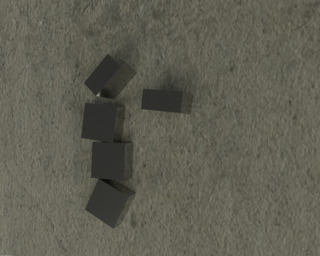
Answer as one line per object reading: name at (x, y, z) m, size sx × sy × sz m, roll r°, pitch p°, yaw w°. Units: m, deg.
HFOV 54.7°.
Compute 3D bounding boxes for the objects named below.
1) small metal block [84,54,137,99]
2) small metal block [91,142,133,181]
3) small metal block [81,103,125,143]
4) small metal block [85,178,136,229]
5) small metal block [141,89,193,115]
small metal block at (-0.066, -0.068, 0.418) m, size 0.025 × 0.050 × 0.050 m, roll 46°, pitch 104°, yaw 14°
small metal block at (-0.066, 0.045, 0.431) m, size 0.050 × 0.025 × 0.050 m, roll 2°, pitch 89°, yaw 19°
small metal block at (-0.080, -0.008, 0.435) m, size 0.050 × 0.025 × 0.050 m, roll 7°, pitch 92°, yaw 19°
small metal block at (-0.069, 0.102, 0.432) m, size 0.050 × 0.025 × 0.050 m, roll 28°, pitch 99°, yaw 17°
small metal block at (0.010, -0.033, 0.391) m, size 0.050 × 0.050 × 0.025 m, roll 7°, pitch 93°, yaw 19°
